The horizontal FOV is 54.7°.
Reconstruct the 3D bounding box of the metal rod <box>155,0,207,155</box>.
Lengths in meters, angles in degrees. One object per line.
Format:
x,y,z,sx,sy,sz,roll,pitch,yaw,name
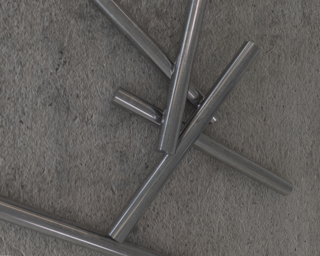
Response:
0.038,-0.113,0.401,0.025,0.025,0.299,17,76,-19,metal rod

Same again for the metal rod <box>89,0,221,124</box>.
-0.027,-0.116,0.398,0.300,0.025,0.025,45,76,-15,metal rod

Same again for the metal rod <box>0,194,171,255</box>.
-0.078,0.138,0.380,0.301,0.025,0.025,27,81,-18,metal rod

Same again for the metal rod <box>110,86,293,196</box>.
0.070,0.026,0.434,0.301,0.025,0.025,28,81,-18,metal rod

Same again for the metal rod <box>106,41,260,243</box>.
0.034,0.012,0.394,0.025,0.025,0.300,39,82,-16,metal rod
